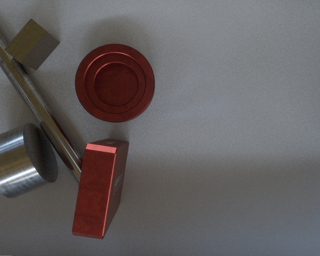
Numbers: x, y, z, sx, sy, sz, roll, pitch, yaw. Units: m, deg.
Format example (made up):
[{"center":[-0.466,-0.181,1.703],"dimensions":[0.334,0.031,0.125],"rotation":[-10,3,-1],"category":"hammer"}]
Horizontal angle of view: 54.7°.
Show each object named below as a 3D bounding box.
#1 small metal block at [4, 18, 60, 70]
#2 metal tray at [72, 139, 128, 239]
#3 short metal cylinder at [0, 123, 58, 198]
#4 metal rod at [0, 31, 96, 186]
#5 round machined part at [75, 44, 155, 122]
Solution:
[{"center":[-0.162,-0.105,0.397],"dimensions":[0.025,0.050,0.050],"rotation":[41,90,-1],"category":"small metal block"},{"center":[-0.063,0.061,0.358],"dimensions":[0.030,0.130,0.089],"rotation":[9,90,0],"category":"metal tray"},{"center":[-0.169,0.040,0.382],"dimensions":[0.050,0.080,0.080],"rotation":[-22,90,0],"category":"short metal cylinder"},{"center":[-0.176,-0.052,0.409],"dimensions":[0.025,0.025,0.299],"rotation":[-33,90,0],"category":"metal rod"},{"center":[-0.056,-0.056,0.402],"dimensions":[0.099,0.042,0.097],"rotation":[0,90,-1],"category":"round machined part"}]
